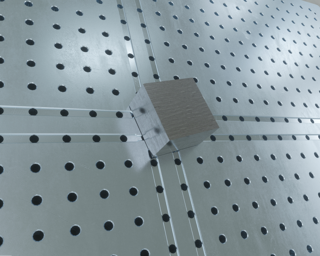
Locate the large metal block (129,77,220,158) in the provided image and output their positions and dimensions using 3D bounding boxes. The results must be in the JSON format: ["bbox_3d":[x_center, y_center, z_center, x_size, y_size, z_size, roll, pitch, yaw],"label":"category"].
[{"bbox_3d":[0.018,-0.016,0.409,0.081,0.050,0.080,-13,69,-33],"label":"large metal block"}]
